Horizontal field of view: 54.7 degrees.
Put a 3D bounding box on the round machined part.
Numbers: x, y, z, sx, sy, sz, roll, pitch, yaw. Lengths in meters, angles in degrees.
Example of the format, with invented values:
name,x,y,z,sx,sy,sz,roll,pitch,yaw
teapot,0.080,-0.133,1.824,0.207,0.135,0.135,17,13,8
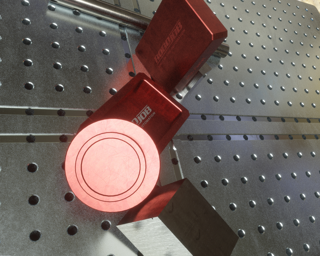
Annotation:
name,x,y,z,sx,sy,sz,roll,pitch,yaw
round machined part,-0.049,0.038,0.318,0.099,0.042,0.097,0,88,-4

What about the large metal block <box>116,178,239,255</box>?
name,x,y,z,sx,sy,sz,roll,pitch,yaw
large metal block,0.016,0.104,0.311,0.080,0.080,0.050,49,50,-7

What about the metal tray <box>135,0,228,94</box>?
name,x,y,z,sx,sy,sz,roll,pitch,yaw
metal tray,0.022,-0.116,0.425,0.030,0.129,0.090,-25,76,-37

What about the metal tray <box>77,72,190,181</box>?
name,x,y,z,sx,sy,sz,roll,pitch,yaw
metal tray,-0.029,-0.004,0.392,0.090,0.030,0.131,40,51,-1

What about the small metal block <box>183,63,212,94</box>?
name,x,y,z,sx,sy,sz,roll,pitch,yaw
small metal block,0.042,-0.088,0.470,0.050,0.050,0.025,48,51,5

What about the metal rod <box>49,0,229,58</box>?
name,x,y,z,sx,sy,sz,roll,pitch,yaw
metal rod,-0.019,-0.166,0.500,0.302,0.025,0.025,12,57,-22
